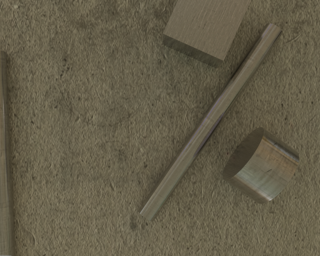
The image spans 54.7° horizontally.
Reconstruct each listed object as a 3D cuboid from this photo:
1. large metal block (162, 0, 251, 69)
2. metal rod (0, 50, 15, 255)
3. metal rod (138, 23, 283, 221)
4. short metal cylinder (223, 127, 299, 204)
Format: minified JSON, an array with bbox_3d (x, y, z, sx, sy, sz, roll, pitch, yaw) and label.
[{"bbox_3d":[0.057,-0.134,0.398,0.080,0.050,0.080,24,90,0],"label":"large metal block"},{"bbox_3d":[-0.210,0.049,0.408,0.025,0.025,0.298,-3,90,0],"label":"metal rod"},{"bbox_3d":[0.066,-0.008,0.410,0.025,0.025,0.299,35,90,0],"label":"metal rod"},{"bbox_3d":[0.123,0.046,0.383,0.050,0.080,0.080,35,90,0],"label":"short metal cylinder"}]
